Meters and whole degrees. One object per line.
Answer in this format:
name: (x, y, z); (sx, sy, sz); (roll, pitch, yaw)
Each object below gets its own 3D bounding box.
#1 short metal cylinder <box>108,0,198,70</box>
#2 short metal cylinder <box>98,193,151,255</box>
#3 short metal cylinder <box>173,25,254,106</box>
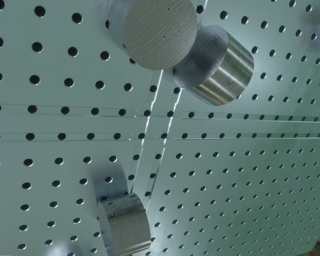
short metal cylinder: (-0.008, -0.107, 0.324); (0.081, 0.050, 0.079); (-14, 124, -21)
short metal cylinder: (-0.052, 0.136, 0.431); (0.050, 0.080, 0.079); (-11, 123, -23)
short metal cylinder: (0.061, -0.072, 0.364); (0.050, 0.080, 0.080); (26, 104, -37)
